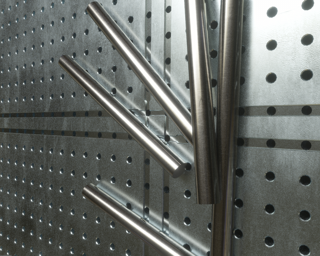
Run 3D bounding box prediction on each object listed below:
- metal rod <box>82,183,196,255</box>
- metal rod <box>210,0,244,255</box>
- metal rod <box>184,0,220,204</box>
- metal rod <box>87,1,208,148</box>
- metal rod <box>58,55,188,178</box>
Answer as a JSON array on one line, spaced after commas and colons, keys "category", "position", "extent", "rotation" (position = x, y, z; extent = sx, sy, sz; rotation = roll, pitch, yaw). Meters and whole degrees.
[{"category": "metal rod", "position": [-0.005, 0.148, 0.411], "extent": [0.300, 0.025, 0.025], "rotation": [23, 105, 37]}, {"category": "metal rod", "position": [0.074, 0.000, 0.346], "extent": [0.025, 0.025, 0.298], "rotation": [4, 92, 39]}, {"category": "metal rod", "position": [0.045, -0.067, 0.352], "extent": [0.025, 0.025, 0.298], "rotation": [-10, 78, 39]}, {"category": "metal rod", "position": [-0.025, -0.082, 0.427], "extent": [0.025, 0.025, 0.300], "rotation": [-51, 60, 27]}, {"category": "metal rod", "position": [-0.070, -0.032, 0.464], "extent": [0.300, 0.025, 0.025], "rotation": [42, 115, 31]}]
